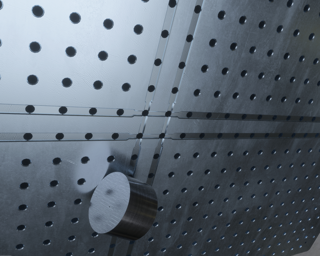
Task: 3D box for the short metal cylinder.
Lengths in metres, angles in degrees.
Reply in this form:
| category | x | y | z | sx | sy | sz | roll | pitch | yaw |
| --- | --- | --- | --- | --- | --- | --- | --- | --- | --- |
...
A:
| category | x | y | z | sx | sy | sz | roll | pitch | yaw |
| --- | --- | --- | --- | --- | --- | --- | --- | --- | --- |
| short metal cylinder | -0.050 | 0.105 | 0.415 | 0.050 | 0.080 | 0.080 | 32 | 100 | -39 |
